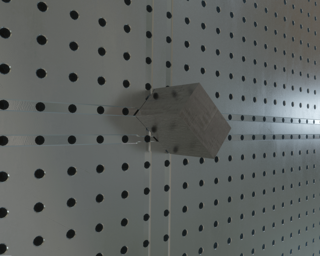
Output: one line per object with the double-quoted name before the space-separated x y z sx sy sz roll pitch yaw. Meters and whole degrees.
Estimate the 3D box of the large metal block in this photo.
"large metal block" 0.030 -0.008 0.397 0.080 0.080 0.050 49 61 -29
